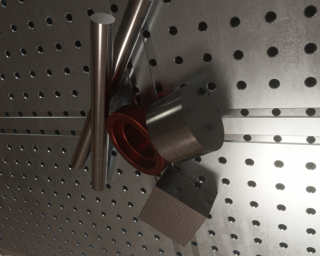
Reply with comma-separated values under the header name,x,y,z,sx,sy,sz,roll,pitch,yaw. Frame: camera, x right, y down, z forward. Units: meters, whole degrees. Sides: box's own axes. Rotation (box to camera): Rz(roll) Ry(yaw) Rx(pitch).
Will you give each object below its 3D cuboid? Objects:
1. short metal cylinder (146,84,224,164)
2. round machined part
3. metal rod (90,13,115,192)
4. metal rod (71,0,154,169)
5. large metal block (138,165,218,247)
name,x,y,z,sx,sy,sz,roll,pitch,yaw
short metal cylinder,0.030,-0.004,0.356,0.050,0.080,0.080,-25,105,36
round machined part,-0.021,0.011,0.404,0.098,0.042,0.097,30,143,27
metal rod,-0.081,-0.007,0.420,0.025,0.025,0.298,25,135,13
metal rod,-0.077,-0.042,0.423,0.025,0.025,0.298,34,129,5
large metal block,0.025,0.113,0.451,0.080,0.050,0.079,31,128,8
